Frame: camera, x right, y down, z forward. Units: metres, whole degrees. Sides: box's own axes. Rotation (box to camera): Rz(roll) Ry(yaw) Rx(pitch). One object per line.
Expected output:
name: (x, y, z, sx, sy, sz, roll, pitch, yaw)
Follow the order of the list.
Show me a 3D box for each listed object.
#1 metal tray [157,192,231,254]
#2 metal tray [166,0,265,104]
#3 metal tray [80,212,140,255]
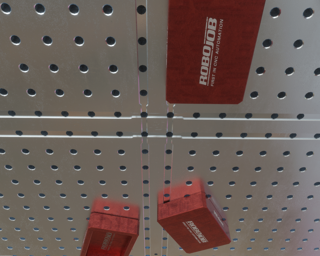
metal tray: (0.063, 0.174, 0.557, 0.090, 0.030, 0.130, -21, 127, 17)
metal tray: (0.053, -0.087, 0.335, 0.090, 0.030, 0.129, 0, 130, -1)
metal tray: (-0.098, 0.216, 0.590, 0.091, 0.030, 0.129, 13, 129, -11)
